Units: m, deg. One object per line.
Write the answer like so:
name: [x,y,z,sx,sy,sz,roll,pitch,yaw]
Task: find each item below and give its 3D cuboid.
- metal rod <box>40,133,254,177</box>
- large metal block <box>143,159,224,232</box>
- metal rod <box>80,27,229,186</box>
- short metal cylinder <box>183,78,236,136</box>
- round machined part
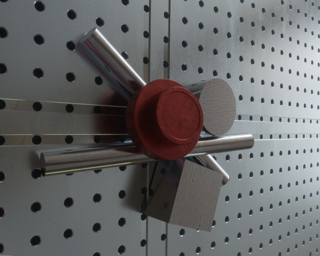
metal rod: [0.008,0.028,0.394,0.303,0.025,0.025,-4,93,-33]
large metal block: [0.034,0.090,0.421,0.080,0.050,0.080,26,74,-38]
metal rod: [0.010,-0.010,0.420,0.300,0.025,0.025,46,62,-31]
short metal cylinder: [0.065,-0.029,0.449,0.081,0.050,0.079,0,90,-40]
round machined part: [0.013,-0.011,0.367,0.099,0.042,0.097,7,78,-33]
